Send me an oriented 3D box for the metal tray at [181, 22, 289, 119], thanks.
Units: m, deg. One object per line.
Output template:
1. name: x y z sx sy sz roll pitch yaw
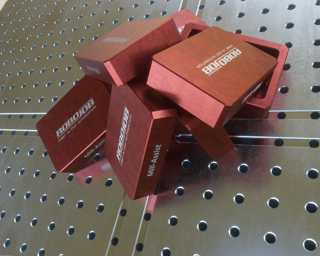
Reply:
1. metal tray: 0.079 -0.073 0.381 0.130 0.030 0.090 19 70 14

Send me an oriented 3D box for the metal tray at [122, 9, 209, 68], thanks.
1. metal tray: 0.007 -0.117 0.450 0.131 0.030 0.090 -28 53 -8

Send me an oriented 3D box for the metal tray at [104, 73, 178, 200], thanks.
1. metal tray: -0.029 0.008 0.360 0.030 0.129 0.090 -11 44 -31

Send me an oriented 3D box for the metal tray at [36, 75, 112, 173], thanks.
1. metal tray: -0.110 -0.009 0.440 0.130 0.030 0.090 -41 66 15

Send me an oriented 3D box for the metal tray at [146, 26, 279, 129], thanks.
1. metal tray: 0.060 -0.061 0.331 0.090 0.030 0.131 35 45 18

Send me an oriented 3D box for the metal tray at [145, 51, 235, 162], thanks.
1. metal tray: 0.028 -0.028 0.370 0.030 0.090 0.130 -39 50 3

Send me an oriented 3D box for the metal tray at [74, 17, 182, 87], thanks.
1. metal tray: -0.044 -0.095 0.374 0.090 0.030 0.130 -38 29 -15

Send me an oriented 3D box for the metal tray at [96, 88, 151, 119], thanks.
1. metal tray: -0.067 -0.051 0.472 0.130 0.030 0.090 -43 51 -2
